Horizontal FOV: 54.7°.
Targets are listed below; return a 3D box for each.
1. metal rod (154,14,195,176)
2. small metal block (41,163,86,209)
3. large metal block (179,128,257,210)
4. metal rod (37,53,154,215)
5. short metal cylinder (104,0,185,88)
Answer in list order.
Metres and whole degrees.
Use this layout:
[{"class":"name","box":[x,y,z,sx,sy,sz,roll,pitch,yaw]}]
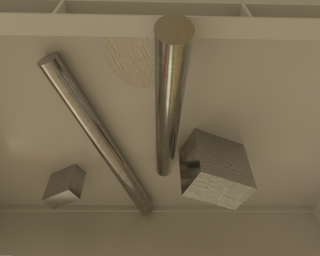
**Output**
[{"class":"metal rod","box":[0.007,0.000,0.327,0.025,0.025,0.299,0,156,-1]},{"class":"small metal block","box":[-0.143,0.088,0.465,0.050,0.050,0.025,-24,126,18]},{"class":"large metal block","box":[0.075,0.055,0.421,0.081,0.080,0.050,19,128,-16]},{"class":"metal rod","box":[-0.073,0.030,0.433,0.025,0.025,0.299,-16,129,12]},{"class":"short metal cylinder","box":[-0.014,-0.088,0.318,0.081,0.050,0.079,0,130,0]}]
